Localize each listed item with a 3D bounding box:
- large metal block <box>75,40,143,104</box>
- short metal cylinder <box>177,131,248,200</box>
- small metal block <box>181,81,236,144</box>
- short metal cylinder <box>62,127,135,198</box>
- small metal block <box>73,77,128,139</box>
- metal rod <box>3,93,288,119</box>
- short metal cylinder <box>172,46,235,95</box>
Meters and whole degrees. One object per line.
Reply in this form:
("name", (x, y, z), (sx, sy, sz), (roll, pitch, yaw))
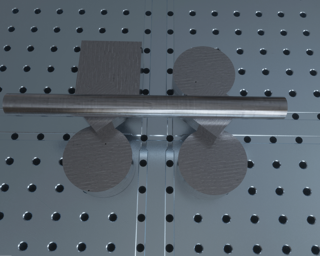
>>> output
("large metal block", (-0.065, -0.070, 0.423), (0.080, 0.050, 0.080), (1, 70, 0))
("short metal cylinder", (0.061, 0.046, 0.382), (0.081, 0.050, 0.080), (0, 70, 0))
("small metal block", (0.060, -0.018, 0.366), (0.050, 0.025, 0.050), (39, 74, 13))
("short metal cylinder", (-0.072, 0.042, 0.381), (0.081, 0.050, 0.080), (0, 70, 0))
("small metal block", (-0.067, -0.024, 0.367), (0.050, 0.025, 0.050), (-38, 75, -13))
("metal rod", (-0.016, -0.024, 0.340), (0.302, 0.025, 0.025), (1, 70, 0))
("short metal cylinder", (0.057, -0.063, 0.422), (0.081, 0.050, 0.080), (0, 70, 0))
